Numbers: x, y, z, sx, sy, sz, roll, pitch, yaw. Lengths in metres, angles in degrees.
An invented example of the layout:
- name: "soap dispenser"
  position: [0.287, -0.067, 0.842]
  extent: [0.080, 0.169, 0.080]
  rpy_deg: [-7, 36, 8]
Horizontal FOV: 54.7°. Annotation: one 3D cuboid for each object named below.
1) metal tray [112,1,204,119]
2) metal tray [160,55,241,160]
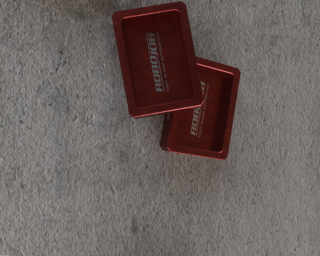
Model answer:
- name: "metal tray"
  position: [-0.003, -0.082, 0.383]
  extent: [0.091, 0.030, 0.129]
  rpy_deg: [-10, 87, -2]
- name: "metal tray"
  position: [0.056, -0.026, 0.426]
  extent: [0.091, 0.030, 0.129]
  rpy_deg: [11, 86, -20]
